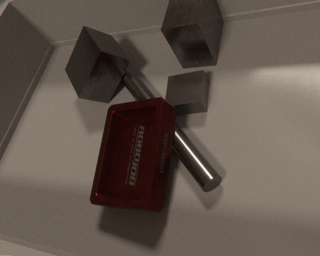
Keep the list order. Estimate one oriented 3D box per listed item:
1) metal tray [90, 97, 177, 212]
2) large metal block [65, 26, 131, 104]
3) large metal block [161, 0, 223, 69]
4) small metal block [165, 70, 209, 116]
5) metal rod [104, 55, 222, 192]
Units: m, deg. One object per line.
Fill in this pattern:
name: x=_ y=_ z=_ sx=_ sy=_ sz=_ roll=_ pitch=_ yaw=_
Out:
metal tray: x=-0.032 y=0.032 z=0.378 sx=0.090 sy=0.030 sz=0.130 roll=-5 pitch=67 yaw=35
large metal block: x=-0.098 y=-0.097 z=0.477 sx=0.080 sy=0.050 sz=0.080 roll=-57 pitch=46 yaw=26
large metal block: x=0.049 y=-0.141 z=0.431 sx=0.050 sy=0.080 sz=0.080 roll=0 pitch=62 yaw=28
small metal block: x=0.037 y=-0.046 z=0.414 sx=0.050 sy=0.025 sz=0.050 roll=-6 pitch=59 yaw=24
metal rod: x=-0.013 y=-0.032 z=0.430 sx=0.025 sy=0.025 sz=0.300 roll=-39 pitch=51 yaw=2
